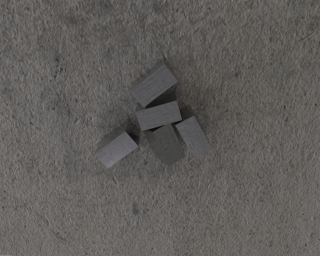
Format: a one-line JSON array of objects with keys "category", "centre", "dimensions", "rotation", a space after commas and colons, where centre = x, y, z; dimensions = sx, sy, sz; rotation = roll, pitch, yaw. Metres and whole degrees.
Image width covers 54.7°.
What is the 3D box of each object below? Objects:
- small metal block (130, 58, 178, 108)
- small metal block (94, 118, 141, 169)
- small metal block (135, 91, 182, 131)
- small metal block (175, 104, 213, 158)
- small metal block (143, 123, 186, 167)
[{"category": "small metal block", "centre": [-0.007, -0.056, 0.376], "dimensions": [0.050, 0.050, 0.025], "rotation": [-36, 106, 12]}, {"category": "small metal block", "centre": [-0.054, 0.019, 0.403], "dimensions": [0.050, 0.050, 0.025], "rotation": [-36, 106, 12]}, {"category": "small metal block", "centre": [-0.001, -0.022, 0.388], "dimensions": [0.050, 0.050, 0.025], "rotation": [-15, 108, 5]}, {"category": "small metal block", "centre": [0.041, 0.003, 0.398], "dimensions": [0.025, 0.050, 0.050], "rotation": [-28, 108, 10]}, {"category": "small metal block", "centre": [0.003, 0.016, 0.399], "dimensions": [0.025, 0.050, 0.050], "rotation": [-30, 109, -14]}]
